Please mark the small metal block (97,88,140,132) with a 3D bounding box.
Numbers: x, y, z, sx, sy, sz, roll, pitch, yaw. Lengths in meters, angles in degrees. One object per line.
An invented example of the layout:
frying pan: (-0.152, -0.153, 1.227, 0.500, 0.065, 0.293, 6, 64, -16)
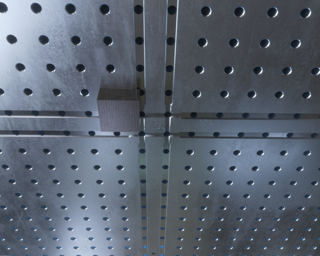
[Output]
small metal block: (-0.050, -0.022, 0.392, 0.050, 0.025, 0.050, 1, 130, -1)
